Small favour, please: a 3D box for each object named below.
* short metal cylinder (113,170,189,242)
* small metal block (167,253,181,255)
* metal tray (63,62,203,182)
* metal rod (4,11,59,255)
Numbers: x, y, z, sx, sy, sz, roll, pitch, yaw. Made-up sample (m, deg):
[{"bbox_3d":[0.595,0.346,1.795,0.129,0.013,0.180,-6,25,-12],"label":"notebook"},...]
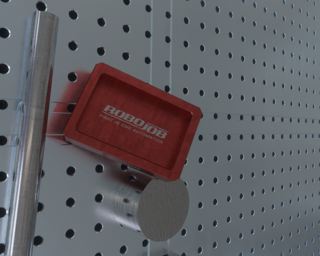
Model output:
[{"bbox_3d":[-0.010,0.093,0.384,0.081,0.050,0.080,-1,91,-40],"label":"short metal cylinder"},{"bbox_3d":[0.010,0.204,0.418,0.050,0.025,0.050,4,88,-40],"label":"small metal block"},{"bbox_3d":[-0.028,-0.005,0.346,0.131,0.030,0.090,24,73,-10],"label":"metal tray"},{"bbox_3d":[-0.128,0.036,0.301,0.025,0.025,0.298,8,85,-40],"label":"metal rod"}]
